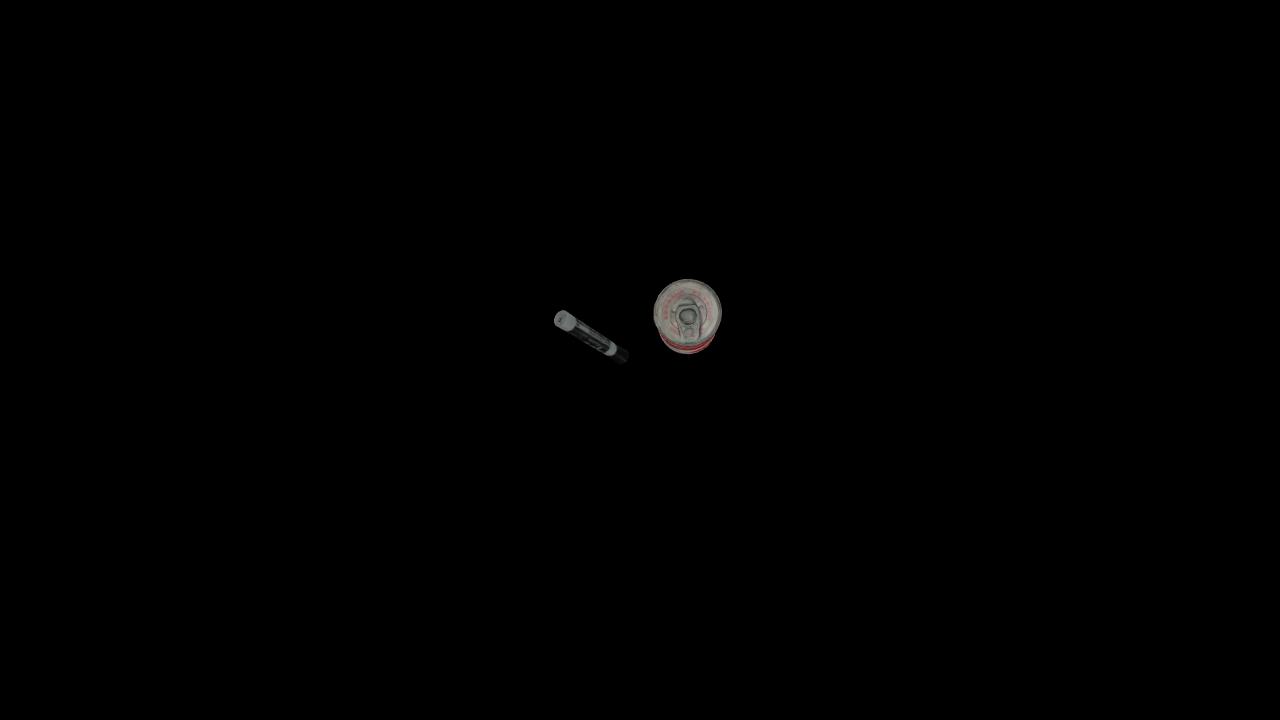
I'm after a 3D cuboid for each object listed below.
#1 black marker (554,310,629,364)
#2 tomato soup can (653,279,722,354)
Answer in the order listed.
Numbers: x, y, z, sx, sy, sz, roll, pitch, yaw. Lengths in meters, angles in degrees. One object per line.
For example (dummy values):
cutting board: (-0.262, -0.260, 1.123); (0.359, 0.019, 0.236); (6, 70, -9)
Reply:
black marker: (-0.050, -0.023, 0.686); (0.020, 0.020, 0.121); (0, -20, 35)
tomato soup can: (0.050, -0.043, 0.653); (0.068, 0.068, 0.101); (0, -4, 4)
